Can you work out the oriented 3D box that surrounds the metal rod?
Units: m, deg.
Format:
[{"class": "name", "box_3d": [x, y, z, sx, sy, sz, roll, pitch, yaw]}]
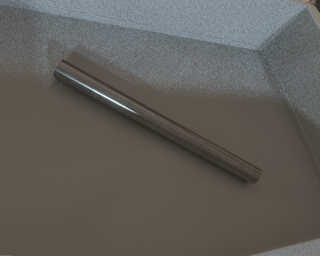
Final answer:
[{"class": "metal rod", "box_3d": [0.005, -0.003, 0.409, 0.301, 0.025, 0.025, 29, 52, -11]}]
